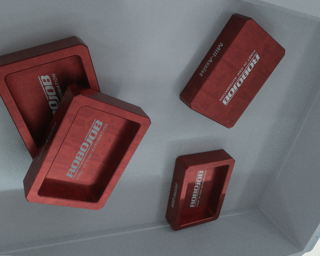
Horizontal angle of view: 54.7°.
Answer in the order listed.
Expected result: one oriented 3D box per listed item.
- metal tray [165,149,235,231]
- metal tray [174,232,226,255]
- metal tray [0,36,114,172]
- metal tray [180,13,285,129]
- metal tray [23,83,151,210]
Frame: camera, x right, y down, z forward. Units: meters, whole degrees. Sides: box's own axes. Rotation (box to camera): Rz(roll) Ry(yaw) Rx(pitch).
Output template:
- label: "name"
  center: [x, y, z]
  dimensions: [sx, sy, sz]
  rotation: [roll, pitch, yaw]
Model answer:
- label: "metal tray"
  center: [0.063, 0.101, 0.501]
  dimensions: [0.091, 0.030, 0.129]
  rotation: [-6, 121, -25]
- label: "metal tray"
  center: [0.066, 0.268, 0.609]
  dimensions: [0.091, 0.030, 0.129]
  rotation: [3, 117, -30]
- label: "metal tray"
  center: [-0.108, -0.022, 0.332]
  dimensions: [0.091, 0.030, 0.129]
  rotation: [-21, 127, -16]
- label: "metal tray"
  center: [0.097, -0.071, 0.414]
  dimensions: [0.090, 0.030, 0.129]
  rotation: [24, 106, -37]
- label: "metal tray"
  center: [-0.079, 0.026, 0.338]
  dimensions: [0.091, 0.030, 0.129]
  rotation: [19, 108, -36]
